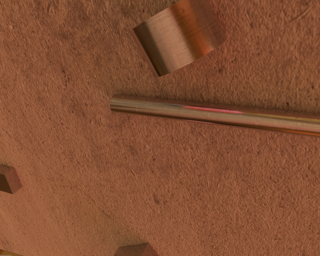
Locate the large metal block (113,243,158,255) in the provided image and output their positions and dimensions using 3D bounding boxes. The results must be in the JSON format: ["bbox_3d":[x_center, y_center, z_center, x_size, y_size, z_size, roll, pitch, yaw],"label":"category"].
[{"bbox_3d":[-0.039,0.265,0.573,0.080,0.050,0.080,-23,106,36],"label":"large metal block"}]

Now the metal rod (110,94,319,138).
[{"bbox_3d":[0.077,-0.014,0.356,0.301,0.025,0.025,8,122,23],"label":"metal rod"}]

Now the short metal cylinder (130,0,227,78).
[{"bbox_3d":[0.018,-0.091,0.304,0.080,0.080,0.050,-19,109,35],"label":"short metal cylinder"}]

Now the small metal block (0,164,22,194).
[{"bbox_3d":[-0.318,0.104,0.635,0.050,0.025,0.050,8,122,23],"label":"small metal block"}]
